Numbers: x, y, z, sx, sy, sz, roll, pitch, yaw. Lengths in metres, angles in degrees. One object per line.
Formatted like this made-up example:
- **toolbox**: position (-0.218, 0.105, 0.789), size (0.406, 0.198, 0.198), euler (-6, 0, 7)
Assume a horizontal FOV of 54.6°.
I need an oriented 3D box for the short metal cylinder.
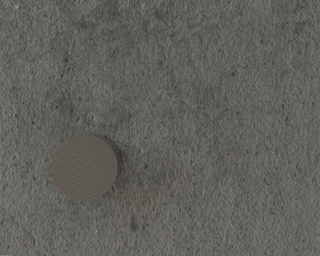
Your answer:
- **short metal cylinder**: position (-0.091, 0.048, 0.397), size (0.080, 0.050, 0.080), euler (0, 90, 0)
